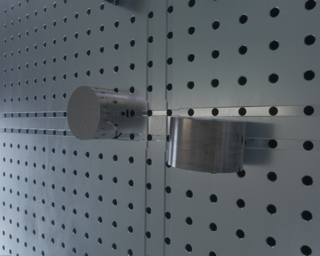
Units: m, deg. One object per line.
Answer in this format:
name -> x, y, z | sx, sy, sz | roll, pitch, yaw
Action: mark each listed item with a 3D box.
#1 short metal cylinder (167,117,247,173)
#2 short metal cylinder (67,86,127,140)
short metal cylinder -> 0.050, 0.015, 0.332 | 0.080, 0.081, 0.050 | 6, 94, 40
short metal cylinder -> -0.097, -0.022, 0.474 | 0.080, 0.050, 0.080 | 0, 90, 40
